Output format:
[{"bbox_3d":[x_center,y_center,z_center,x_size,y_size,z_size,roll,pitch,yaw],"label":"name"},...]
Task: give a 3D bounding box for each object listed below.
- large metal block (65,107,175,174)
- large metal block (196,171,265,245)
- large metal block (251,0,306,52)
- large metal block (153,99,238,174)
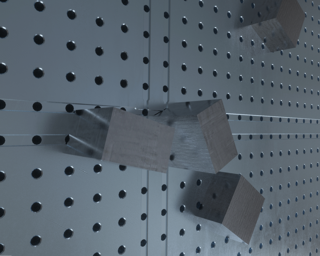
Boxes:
[{"bbox_3d":[-0.044,0.014,0.338,0.080,0.080,0.050,19,78,-39],"label":"large metal block"},{"bbox_3d":[0.114,0.126,0.492,0.080,0.050,0.080,43,64,-32],"label":"large metal block"},{"bbox_3d":[0.225,-0.204,0.584,0.080,0.050,0.080,37,67,-34],"label":"large metal block"},{"bbox_3d":[0.047,0.010,0.415,0.050,0.080,0.080,-32,110,-36],"label":"large metal block"}]
